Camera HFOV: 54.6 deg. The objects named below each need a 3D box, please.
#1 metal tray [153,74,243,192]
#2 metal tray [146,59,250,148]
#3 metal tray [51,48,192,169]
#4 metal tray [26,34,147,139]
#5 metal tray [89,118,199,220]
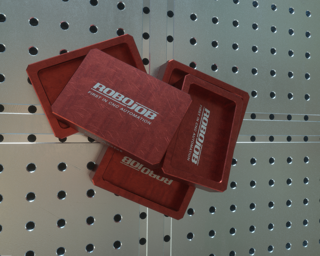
[{"bbox_3d":[0.051,0.008,0.395,0.090,0.030,0.130,21,71,-19],"label":"metal tray"},{"bbox_3d":[0.052,-0.027,0.428,0.131,0.030,0.090,20,83,-18],"label":"metal tray"},{"bbox_3d":[-0.041,-0.023,0.351,0.130,0.030,0.090,27,72,4],"label":"metal tray"},{"bbox_3d":[-0.081,-0.052,0.380,0.131,0.030,0.090,-24,98,-18],"label":"metal tray"},{"bbox_3d":[-0.013,0.054,0.405,0.131,0.030,0.090,28,81,-18],"label":"metal tray"}]
